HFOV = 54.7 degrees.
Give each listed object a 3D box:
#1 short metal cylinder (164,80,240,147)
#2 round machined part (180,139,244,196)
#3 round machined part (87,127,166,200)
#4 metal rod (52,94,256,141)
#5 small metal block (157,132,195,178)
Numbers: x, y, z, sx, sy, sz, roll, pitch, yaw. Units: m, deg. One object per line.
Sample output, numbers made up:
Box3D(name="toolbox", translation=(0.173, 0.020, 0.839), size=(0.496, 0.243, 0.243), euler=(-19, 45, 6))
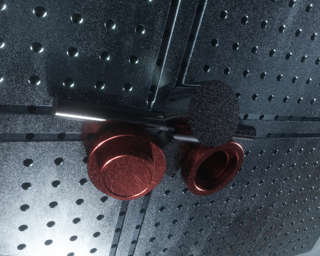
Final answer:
Box3D(name="short metal cylinder", translation=(0.053, -0.018, 0.389), size=(0.081, 0.050, 0.079), euler=(-2, 94, -32))
Box3D(name="round machined part", translation=(0.073, 0.050, 0.464), size=(0.099, 0.042, 0.097), euler=(-17, 128, -22))
Box3D(name="round machined part", translation=(-0.041, 0.051, 0.388), size=(0.099, 0.042, 0.097), euler=(-4, 118, -6))
Box3D(name="metal rod", translation=(0.015, -0.008, 0.410), size=(0.302, 0.025, 0.025), euler=(7, 115, -32))
Box3D(name="small metal block", translation=(0.013, 0.034, 0.435), size=(0.050, 0.025, 0.050), euler=(-45, 129, 3))
